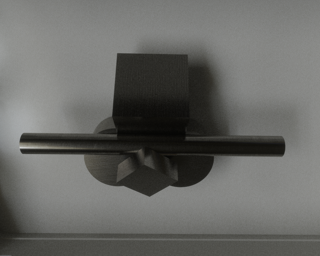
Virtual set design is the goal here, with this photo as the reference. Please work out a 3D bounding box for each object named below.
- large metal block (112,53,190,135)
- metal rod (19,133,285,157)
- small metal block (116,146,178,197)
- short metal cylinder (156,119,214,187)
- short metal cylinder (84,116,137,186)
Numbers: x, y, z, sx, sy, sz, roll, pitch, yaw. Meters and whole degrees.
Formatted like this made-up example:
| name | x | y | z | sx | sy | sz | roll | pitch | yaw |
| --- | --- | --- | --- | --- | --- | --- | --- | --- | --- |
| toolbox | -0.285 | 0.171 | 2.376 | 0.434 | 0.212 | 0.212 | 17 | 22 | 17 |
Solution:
| name | x | y | z | sx | sy | sz | roll | pitch | yaw |
| --- | --- | --- | --- | --- | --- | --- | --- | --- | --- |
| large metal block | -0.009 | -0.038 | 0.360 | 0.081 | 0.050 | 0.080 | 1 | 67 | -1 |
| metal rod | -0.008 | 0.020 | 0.364 | 0.302 | 0.025 | 0.025 | 1 | 110 | -1 |
| small metal block | -0.015 | 0.053 | 0.364 | 0.050 | 0.025 | 0.050 | 30 | 130 | -30 |
| short metal cylinder | 0.027 | 0.030 | 0.408 | 0.081 | 0.050 | 0.079 | 0 | 110 | -1 |
| short metal cylinder | -0.054 | 0.029 | 0.407 | 0.081 | 0.050 | 0.079 | 0 | 110 | -1 |
